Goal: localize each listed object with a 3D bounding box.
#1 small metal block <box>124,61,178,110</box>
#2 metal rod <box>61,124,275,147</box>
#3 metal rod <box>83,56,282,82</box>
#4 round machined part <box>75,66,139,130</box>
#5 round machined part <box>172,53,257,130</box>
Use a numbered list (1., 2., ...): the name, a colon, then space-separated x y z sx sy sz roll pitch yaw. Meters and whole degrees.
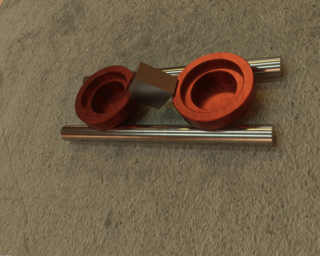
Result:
1. small metal block: -0.012 -0.052 0.394 0.050 0.050 0.025 138 150 -61
2. metal rod: -0.010 0.008 0.405 0.300 0.025 0.025 0 62 28
3. metal rod: 0.013 -0.075 0.443 0.300 0.025 0.025 0 62 28
4. round machined part: -0.070 -0.039 0.450 0.098 0.042 0.098 -13 56 21
5. round machined part: 0.068 -0.040 0.377 0.098 0.042 0.098 -13 56 21
